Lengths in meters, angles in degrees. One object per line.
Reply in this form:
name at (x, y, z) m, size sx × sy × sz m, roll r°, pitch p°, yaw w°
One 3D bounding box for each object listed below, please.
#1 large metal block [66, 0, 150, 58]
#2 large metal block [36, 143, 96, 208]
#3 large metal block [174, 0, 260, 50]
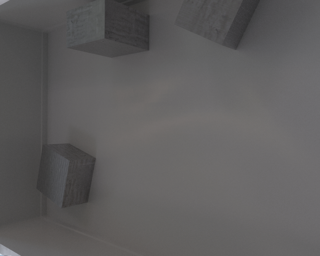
large metal block at (-0.072, -0.134, 0.430) m, size 0.080 × 0.081 × 0.050 m, roll 1°, pitch 91°, yaw 40°
large metal block at (-0.160, 0.077, 0.523) m, size 0.080 × 0.050 × 0.079 m, roll 20°, pitch 103°, yaw 38°
large metal block at (0.065, -0.128, 0.309) m, size 0.050 × 0.080 × 0.079 m, roll 29°, pitch 109°, yaw 15°
